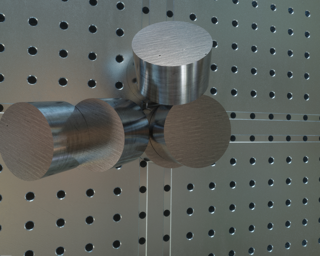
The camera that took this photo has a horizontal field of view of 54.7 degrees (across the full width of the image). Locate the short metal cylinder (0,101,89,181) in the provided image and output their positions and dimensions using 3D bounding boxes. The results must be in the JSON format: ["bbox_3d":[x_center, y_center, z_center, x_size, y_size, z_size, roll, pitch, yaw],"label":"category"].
[{"bbox_3d":[-0.124,0.011,0.331,0.050,0.080,0.079,-12,96,-62],"label":"short metal cylinder"}]

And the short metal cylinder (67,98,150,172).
[{"bbox_3d":[-0.059,0.006,0.354,0.050,0.080,0.079,-11,95,-61],"label":"short metal cylinder"}]

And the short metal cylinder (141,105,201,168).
[{"bbox_3d":[0.007,0.009,0.401,0.081,0.050,0.079,0,90,-20],"label":"short metal cylinder"}]

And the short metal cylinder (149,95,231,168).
[{"bbox_3d":[0.033,0.003,0.356,0.081,0.050,0.079,0,90,-20],"label":"short metal cylinder"}]

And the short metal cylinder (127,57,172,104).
[{"bbox_3d":[0.002,-0.071,0.399,0.081,0.050,0.079,0,90,-20],"label":"short metal cylinder"}]

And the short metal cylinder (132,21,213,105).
[{"bbox_3d":[0.013,-0.070,0.327,0.081,0.080,0.050,-25,142,-18],"label":"short metal cylinder"}]
